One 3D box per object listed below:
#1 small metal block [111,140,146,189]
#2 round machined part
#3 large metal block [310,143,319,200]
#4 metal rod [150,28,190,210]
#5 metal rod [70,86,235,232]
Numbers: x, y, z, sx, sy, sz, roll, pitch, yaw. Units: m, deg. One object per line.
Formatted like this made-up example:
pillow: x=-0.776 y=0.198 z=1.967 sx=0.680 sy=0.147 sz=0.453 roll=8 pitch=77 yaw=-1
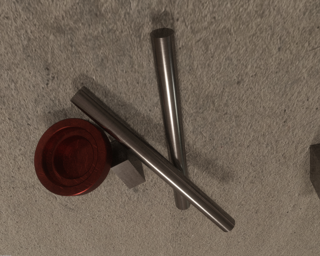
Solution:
small metal block: x=-0.046 y=0.047 z=0.426 sx=0.025 sy=0.050 sz=0.050 roll=-27 pitch=129 yaw=7
round machined part: x=-0.108 y=0.039 z=0.404 sx=0.098 sy=0.098 sz=0.042 roll=-13 pitch=165 yaw=10
large metal block: x=0.268 y=0.061 z=0.447 sx=0.080 sy=0.050 sz=0.080 roll=-14 pitch=129 yaw=11
metal rod: x=0.020 y=0.013 z=0.418 sx=0.025 sy=0.025 sz=0.298 roll=-6 pitch=130 yaw=4
metal rod: x=0.003 y=0.054 z=0.425 sx=0.025 sy=0.025 sz=0.300 roll=-36 pitch=113 yaw=26
